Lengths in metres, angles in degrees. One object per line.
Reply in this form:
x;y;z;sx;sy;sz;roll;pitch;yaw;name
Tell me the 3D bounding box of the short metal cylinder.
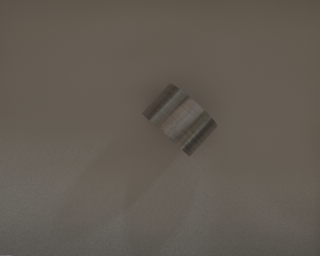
0.024;-0.010;0.384;0.080;0.080;0.050;42;90;-1;short metal cylinder
